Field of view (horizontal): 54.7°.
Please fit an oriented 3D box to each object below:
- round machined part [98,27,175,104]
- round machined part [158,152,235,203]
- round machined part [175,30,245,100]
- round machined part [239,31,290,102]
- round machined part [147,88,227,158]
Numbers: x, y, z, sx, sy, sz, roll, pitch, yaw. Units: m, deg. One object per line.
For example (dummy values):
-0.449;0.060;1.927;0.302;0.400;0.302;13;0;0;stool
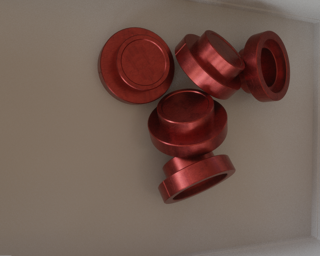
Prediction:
-0.026;-0.079;0.392;0.099;0.042;0.097;0;90;-21;round machined part
0.042;0.057;0.396;0.099;0.098;0.042;-17;67;-20;round machined part
0.070;-0.087;0.399;0.098;0.042;0.098;29;37;-24;round machined part
0.145;-0.085;0.445;0.099;0.042;0.097;3;85;-43;round machined part
0.033;-0.013;0.382;0.099;0.098;0.042;-28;133;-18;round machined part
